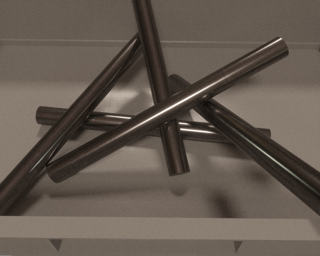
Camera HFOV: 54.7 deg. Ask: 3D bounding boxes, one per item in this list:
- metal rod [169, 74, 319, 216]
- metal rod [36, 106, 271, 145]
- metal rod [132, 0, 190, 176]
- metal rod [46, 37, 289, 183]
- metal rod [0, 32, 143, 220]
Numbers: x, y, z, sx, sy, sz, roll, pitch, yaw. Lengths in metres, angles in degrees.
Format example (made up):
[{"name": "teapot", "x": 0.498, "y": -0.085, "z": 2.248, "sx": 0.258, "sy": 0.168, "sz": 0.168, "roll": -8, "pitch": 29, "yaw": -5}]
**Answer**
[{"name": "metal rod", "x": 0.070, "y": -0.009, "z": 0.338, "sx": 0.025, "sy": 0.025, "sz": 0.300, "roll": -16, "pitch": 29, "yaw": -13}, {"name": "metal rod", "x": -0.012, "y": -0.002, "z": 0.406, "sx": 0.302, "sy": 0.025, "sz": 0.025, "roll": 6, "pitch": 50, "yaw": 4}, {"name": "metal rod", "x": -0.007, "y": -0.087, "z": 0.401, "sx": 0.025, "sy": 0.025, "sz": 0.299, "roll": -10, "pitch": 75, "yaw": -9}, {"name": "metal rod", "x": 0.007, "y": -0.019, "z": 0.356, "sx": 0.301, "sy": 0.025, "sz": 0.025, "roll": -29, "pitch": 54, "yaw": 2}, {"name": "metal rod", "x": -0.103, "y": -0.017, "z": 0.386, "sx": 0.025, "sy": 0.025, "sz": 0.301, "roll": 26, "pitch": 64, "yaw": 20}]
